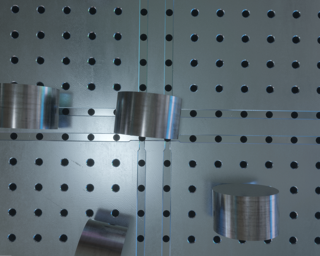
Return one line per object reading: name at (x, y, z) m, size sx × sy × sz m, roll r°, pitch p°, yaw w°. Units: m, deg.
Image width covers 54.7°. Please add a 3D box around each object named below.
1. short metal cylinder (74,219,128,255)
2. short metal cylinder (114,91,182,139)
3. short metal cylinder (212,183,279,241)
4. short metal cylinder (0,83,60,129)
short metal cylinder at (-0.074, 0.159, 0.385) m, size 0.050 × 0.080 × 0.080 m, roll 13°, pitch 90°, yaw 0°
short metal cylinder at (-0.015, -0.015, 0.386) m, size 0.081 × 0.080 × 0.050 m, roll 6°, pitch 90°, yaw -1°
short metal cylinder at (0.106, 0.102, 0.387) m, size 0.081 × 0.080 × 0.050 m, roll -1°, pitch 90°, yaw -1°
short metal cylinder at (-0.167, -0.025, 0.384) m, size 0.081 × 0.080 × 0.050 m, roll 3°, pitch 90°, yaw -1°
